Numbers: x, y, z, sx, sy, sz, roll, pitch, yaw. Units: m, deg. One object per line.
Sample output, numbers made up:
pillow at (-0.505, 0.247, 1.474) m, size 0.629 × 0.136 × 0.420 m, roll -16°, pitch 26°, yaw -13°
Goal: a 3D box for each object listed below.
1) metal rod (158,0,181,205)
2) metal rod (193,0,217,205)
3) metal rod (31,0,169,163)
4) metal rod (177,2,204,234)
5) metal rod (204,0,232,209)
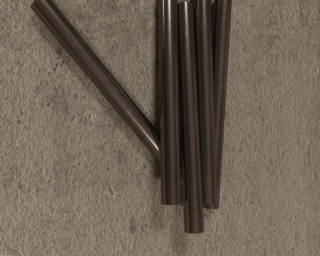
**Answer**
metal rod at (0.012, -0.055, 0.396) m, size 0.025 × 0.025 × 0.298 m, roll 2°, pitch 83°, yaw -20°
metal rod at (0.061, -0.049, 0.421) m, size 0.025 × 0.025 × 0.298 m, roll 0°, pitch 86°, yaw -20°
metal rod at (-0.048, -0.032, 0.391) m, size 0.025 × 0.025 × 0.300 m, roll -42°, pitch 104°, yaw -15°
metal rod at (0.038, -0.018, 0.406) m, size 0.025 × 0.025 × 0.298 m, roll 0°, pitch 83°, yaw -20°
metal rod at (0.081, -0.037, 0.440) m, size 0.025 × 0.025 × 0.298 m, roll 4°, pitch 89°, yaw -20°
